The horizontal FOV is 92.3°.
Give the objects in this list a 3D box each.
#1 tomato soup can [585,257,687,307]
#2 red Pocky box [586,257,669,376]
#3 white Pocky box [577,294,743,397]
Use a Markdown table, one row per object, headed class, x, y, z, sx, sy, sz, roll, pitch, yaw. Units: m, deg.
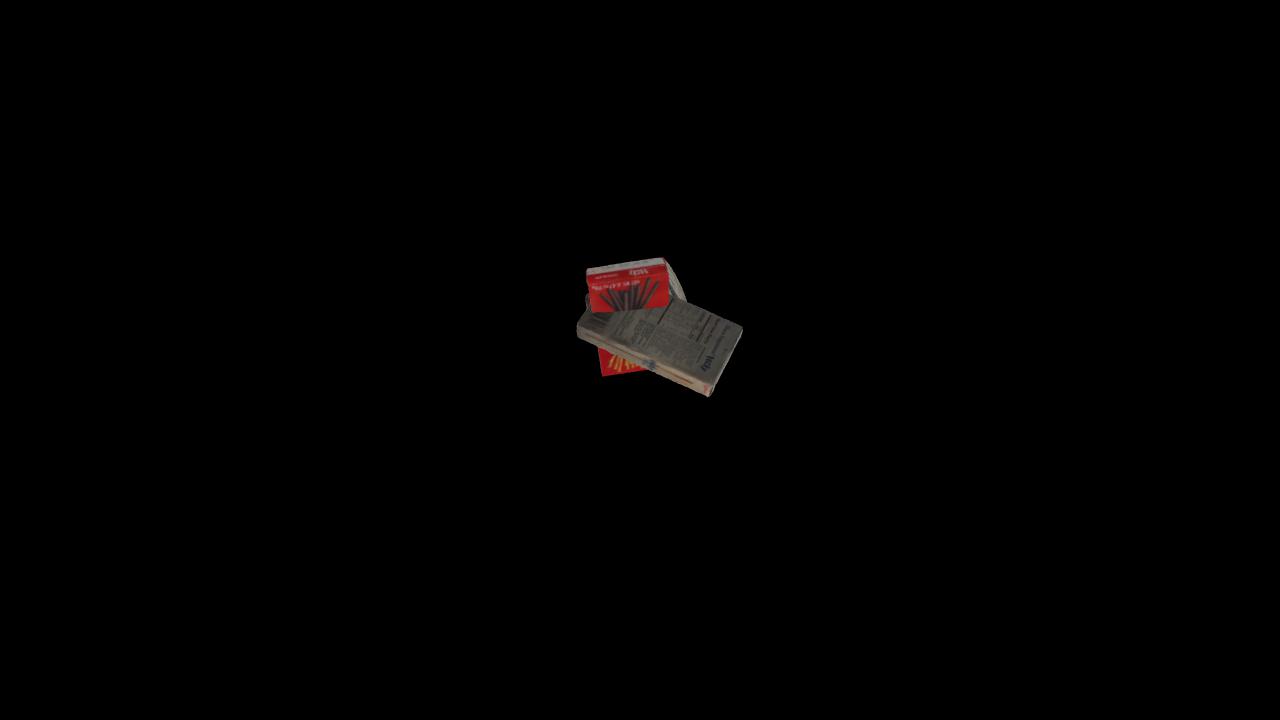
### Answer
| class | x | y | z | sx | sy | sz | roll | pitch | yaw |
| --- | --- | --- | --- | --- | --- | --- | --- | --- | --- |
| tomato soup can | -0.003 | -0.069 | 0.716 | 0.101 | 0.068 | 0.068 | -25 | -7 | 15 |
| red Pocky box | -0.009 | -0.041 | 0.667 | 0.083 | 0.028 | 0.155 | -10 | -38 | -4 |
| white Pocky box | 0.020 | -0.030 | 0.636 | 0.154 | 0.084 | 0.028 | 25 | -31 | 11 |
